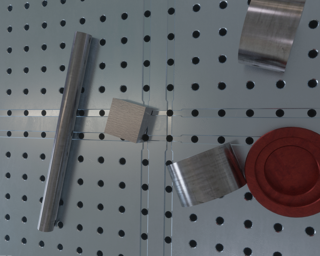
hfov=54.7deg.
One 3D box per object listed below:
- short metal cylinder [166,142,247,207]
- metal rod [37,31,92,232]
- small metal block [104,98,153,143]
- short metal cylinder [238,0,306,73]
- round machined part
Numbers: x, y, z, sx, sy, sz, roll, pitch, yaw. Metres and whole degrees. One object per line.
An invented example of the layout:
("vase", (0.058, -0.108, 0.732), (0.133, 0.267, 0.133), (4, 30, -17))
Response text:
("short metal cylinder", (0.054, 0.054, 0.364), (0.080, 0.080, 0.050), (-23, 83, 18))
("metal rod", (-0.143, 0.008, 0.462), (0.025, 0.025, 0.298), (14, 95, 19))
("small metal block", (-0.044, -0.011, 0.428), (0.050, 0.025, 0.050), (17, 96, 19))
("short metal cylinder", (0.122, -0.105, 0.340), (0.050, 0.080, 0.080), (17, 96, 19))
("round machined part", (0.148, 0.047, 0.351), (0.098, 0.042, 0.097), (0, 90, 19))
